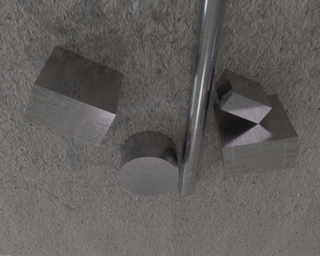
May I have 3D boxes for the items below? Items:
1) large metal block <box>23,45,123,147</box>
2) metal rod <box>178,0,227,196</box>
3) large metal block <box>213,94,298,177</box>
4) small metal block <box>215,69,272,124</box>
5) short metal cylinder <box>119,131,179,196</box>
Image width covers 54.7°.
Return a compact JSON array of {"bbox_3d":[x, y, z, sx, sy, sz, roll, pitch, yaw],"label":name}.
[{"bbox_3d":[-0.091,-0.036,0.340,0.080,0.080,0.050,21,127,-17],"label":"large metal block"},{"bbox_3d":[0.047,-0.015,0.394,0.025,0.025,0.298,2,130,-2],"label":"metal rod"},{"bbox_3d":[0.112,0.008,0.379,0.080,0.080,0.050,-9,130,7],"label":"large metal block"},{"bbox_3d":[0.095,-0.037,0.360,0.050,0.050,0.025,19,128,-16],"label":"small metal block"},{"bbox_3d":[-0.015,0.050,0.434,0.081,0.050,0.079,0,130,0],"label":"short metal cylinder"}]
